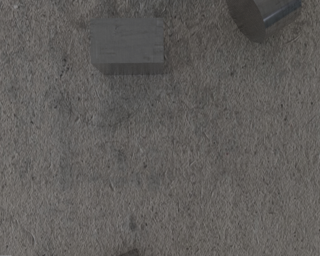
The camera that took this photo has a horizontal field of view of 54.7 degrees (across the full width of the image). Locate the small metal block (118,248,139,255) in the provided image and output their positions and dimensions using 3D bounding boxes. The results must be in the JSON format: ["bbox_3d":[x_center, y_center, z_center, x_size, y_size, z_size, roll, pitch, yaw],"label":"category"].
[{"bbox_3d":[-0.046,0.197,0.410,0.050,0.025,0.050,-22,90,0],"label":"small metal block"}]

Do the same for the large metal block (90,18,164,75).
[{"bbox_3d":[-0.036,-0.097,0.382,0.081,0.080,0.050,-1,90,0],"label":"large metal block"}]

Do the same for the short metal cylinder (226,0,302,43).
[{"bbox_3d":[0.126,-0.154,0.384,0.050,0.080,0.080,-33,90,0],"label":"short metal cylinder"}]
